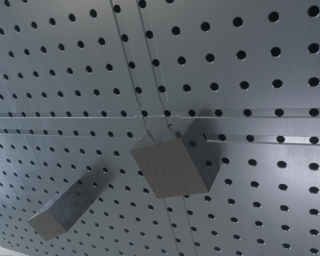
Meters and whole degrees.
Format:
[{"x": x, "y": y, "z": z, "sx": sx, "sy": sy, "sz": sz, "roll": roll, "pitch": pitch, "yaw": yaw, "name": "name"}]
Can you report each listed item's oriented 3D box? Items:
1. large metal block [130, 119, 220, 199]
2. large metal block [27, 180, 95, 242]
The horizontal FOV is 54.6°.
[{"x": 0.021, "y": 0.043, "z": 0.411, "sx": 0.080, "sy": 0.050, "sz": 0.080, "roll": -16, "pitch": 110, "yaw": 34, "name": "large metal block"}, {"x": -0.179, "y": 0.151, "z": 0.564, "sx": 0.080, "sy": 0.080, "sz": 0.050, "roll": -32, "pitch": 100, "yaw": 38, "name": "large metal block"}]
